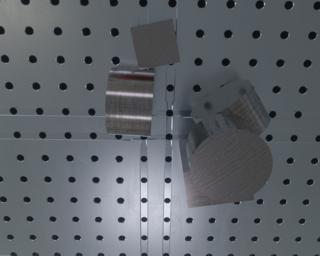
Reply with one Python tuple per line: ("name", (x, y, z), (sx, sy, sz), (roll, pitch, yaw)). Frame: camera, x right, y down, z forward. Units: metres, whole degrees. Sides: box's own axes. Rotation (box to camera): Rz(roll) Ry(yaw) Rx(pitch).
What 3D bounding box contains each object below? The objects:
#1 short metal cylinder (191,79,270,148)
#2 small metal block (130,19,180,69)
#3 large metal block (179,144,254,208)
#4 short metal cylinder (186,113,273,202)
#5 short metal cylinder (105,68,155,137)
("short metal cylinder", (0.085, -0.016, 0.379), (0.080, 0.080, 0.050), (-31, 107, 11))
("small metal block", (-0.005, -0.102, 0.376), (0.050, 0.025, 0.050), (-11, 110, 4))
("large metal block", (0.070, 0.056, 0.405), (0.080, 0.080, 0.050), (-8, 110, 3))
("short metal cylinder", (0.070, 0.030, 0.326), (0.081, 0.050, 0.079), (0, 110, 0))
("short metal cylinder", (-0.034, -0.031, 0.372), (0.050, 0.080, 0.079), (4, 110, -1))
